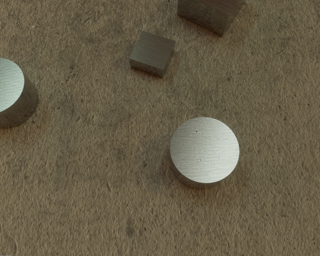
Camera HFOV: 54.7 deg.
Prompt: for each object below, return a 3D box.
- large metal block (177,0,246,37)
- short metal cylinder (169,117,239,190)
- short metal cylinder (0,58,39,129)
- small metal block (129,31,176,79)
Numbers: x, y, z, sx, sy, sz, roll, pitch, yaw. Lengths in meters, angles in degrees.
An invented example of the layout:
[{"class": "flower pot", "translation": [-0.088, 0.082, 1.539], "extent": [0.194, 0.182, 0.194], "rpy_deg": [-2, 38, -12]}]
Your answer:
[{"class": "large metal block", "translation": [0.082, -0.198, 0.468], "extent": [0.080, 0.050, 0.080], "rpy_deg": [31, 73, 10]}, {"class": "short metal cylinder", "translation": [0.052, 0.032, 0.383], "extent": [0.081, 0.050, 0.080], "rpy_deg": [0, 70, 0]}, {"class": "short metal cylinder", "translation": [-0.210, -0.045, 0.410], "extent": [0.081, 0.050, 0.080], "rpy_deg": [0, 70, 0]}, {"class": "small metal block", "translation": [-0.010, -0.106, 0.447], "extent": [0.050, 0.025, 0.050], "rpy_deg": [20, 71, 7]}]
